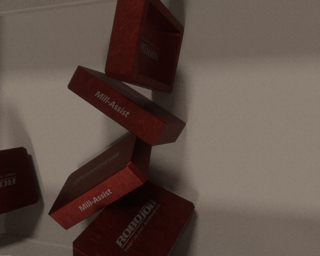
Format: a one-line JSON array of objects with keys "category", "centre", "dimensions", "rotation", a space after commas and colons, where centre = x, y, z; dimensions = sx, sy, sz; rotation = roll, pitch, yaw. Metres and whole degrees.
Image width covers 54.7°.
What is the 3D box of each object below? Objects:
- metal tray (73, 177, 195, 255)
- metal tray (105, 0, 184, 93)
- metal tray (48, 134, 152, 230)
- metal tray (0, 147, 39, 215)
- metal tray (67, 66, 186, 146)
[{"category": "metal tray", "centre": [-0.026, 0.121, 0.364], "dimensions": [0.090, 0.131, 0.030], "rotation": [23, 126, 18]}, {"category": "metal tray", "centre": [-0.011, -0.092, 0.358], "dimensions": [0.030, 0.130, 0.089], "rotation": [12, 94, 19]}, {"category": "metal tray", "centre": [-0.073, 0.064, 0.399], "dimensions": [0.130, 0.090, 0.030], "rotation": [-33, 110, 16]}, {"category": "metal tray", "centre": [-0.250, 0.083, 0.440], "dimensions": [0.030, 0.131, 0.090], "rotation": [-22, 82, 41]}, {"category": "metal tray", "centre": [-0.038, -0.027, 0.388], "dimensions": [0.130, 0.090, 0.030], "rotation": [34, 101, 16]}]
